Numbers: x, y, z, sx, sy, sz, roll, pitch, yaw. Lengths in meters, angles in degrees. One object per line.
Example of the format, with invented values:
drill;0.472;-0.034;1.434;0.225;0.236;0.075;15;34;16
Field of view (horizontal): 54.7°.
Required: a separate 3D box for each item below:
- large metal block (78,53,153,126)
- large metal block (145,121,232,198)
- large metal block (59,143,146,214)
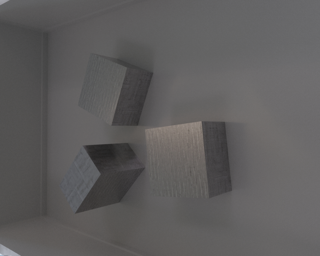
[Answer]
large metal block;-0.066;-0.055;0.445;0.080;0.050;0.079;28;108;36
large metal block;0.032;0.037;0.364;0.080;0.050;0.080;-8;85;39
large metal block;-0.082;0.069;0.439;0.050;0.081;0.080;50;120;28
